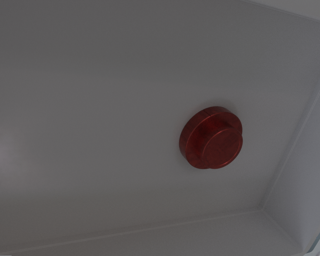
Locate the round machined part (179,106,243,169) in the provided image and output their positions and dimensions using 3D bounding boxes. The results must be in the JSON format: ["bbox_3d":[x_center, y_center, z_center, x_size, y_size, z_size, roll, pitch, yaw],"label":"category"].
[{"bbox_3d":[0.081,0.021,0.454,0.099,0.042,0.097,-14,124,-21],"label":"round machined part"}]
